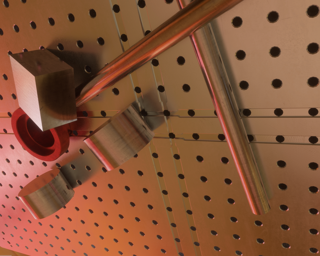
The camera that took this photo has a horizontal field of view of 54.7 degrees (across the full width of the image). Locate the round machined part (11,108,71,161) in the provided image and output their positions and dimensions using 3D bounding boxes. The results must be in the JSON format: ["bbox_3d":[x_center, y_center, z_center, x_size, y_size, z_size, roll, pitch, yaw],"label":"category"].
[{"bbox_3d":[-0.185,0.002,0.500,0.098,0.042,0.097,13,124,21],"label":"round machined part"}]

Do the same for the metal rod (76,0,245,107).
[{"bbox_3d":[-0.021,-0.083,0.347,0.299,0.025,0.025,-22,107,43],"label":"metal rod"}]

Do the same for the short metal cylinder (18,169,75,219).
[{"bbox_3d":[-0.202,0.116,0.555,0.080,0.080,0.050,-16,110,34],"label":"short metal cylinder"}]

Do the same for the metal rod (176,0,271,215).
[{"bbox_3d":[0.076,-0.023,0.356,0.025,0.025,0.299,-10,113,32],"label":"metal rod"}]

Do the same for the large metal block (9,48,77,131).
[{"bbox_3d":[-0.160,-0.055,0.427,0.080,0.050,0.079,35,133,36],"label":"large metal block"}]

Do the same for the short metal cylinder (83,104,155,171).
[{"bbox_3d":[-0.054,0.012,0.411,0.080,0.080,0.050,-30,102,38],"label":"short metal cylinder"}]
